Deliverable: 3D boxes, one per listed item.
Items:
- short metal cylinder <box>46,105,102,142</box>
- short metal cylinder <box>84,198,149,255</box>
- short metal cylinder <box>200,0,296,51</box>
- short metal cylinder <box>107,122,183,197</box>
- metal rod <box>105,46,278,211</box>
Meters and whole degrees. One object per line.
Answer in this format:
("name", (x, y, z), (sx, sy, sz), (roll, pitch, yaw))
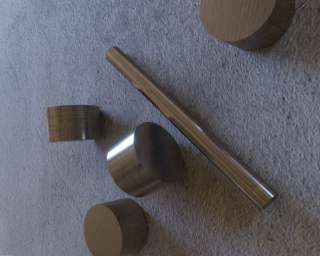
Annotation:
("short metal cylinder", (-0.132, -0.006, 0.478), (0.080, 0.081, 0.050), (-6, 86, 40))
("short metal cylinder", (-0.063, 0.144, 0.441), (0.080, 0.050, 0.080), (0, 90, 40))
("short metal cylinder", (0.089, -0.123, 0.316), (0.080, 0.050, 0.080), (0, 90, 40))
("short metal cylinder", (-0.017, 0.039, 0.383), (0.050, 0.081, 0.080), (-34, 69, 35))
("metal rod", (0.020, -0.018, 0.388), (0.300, 0.025, 0.025), (46, 117, 30))
